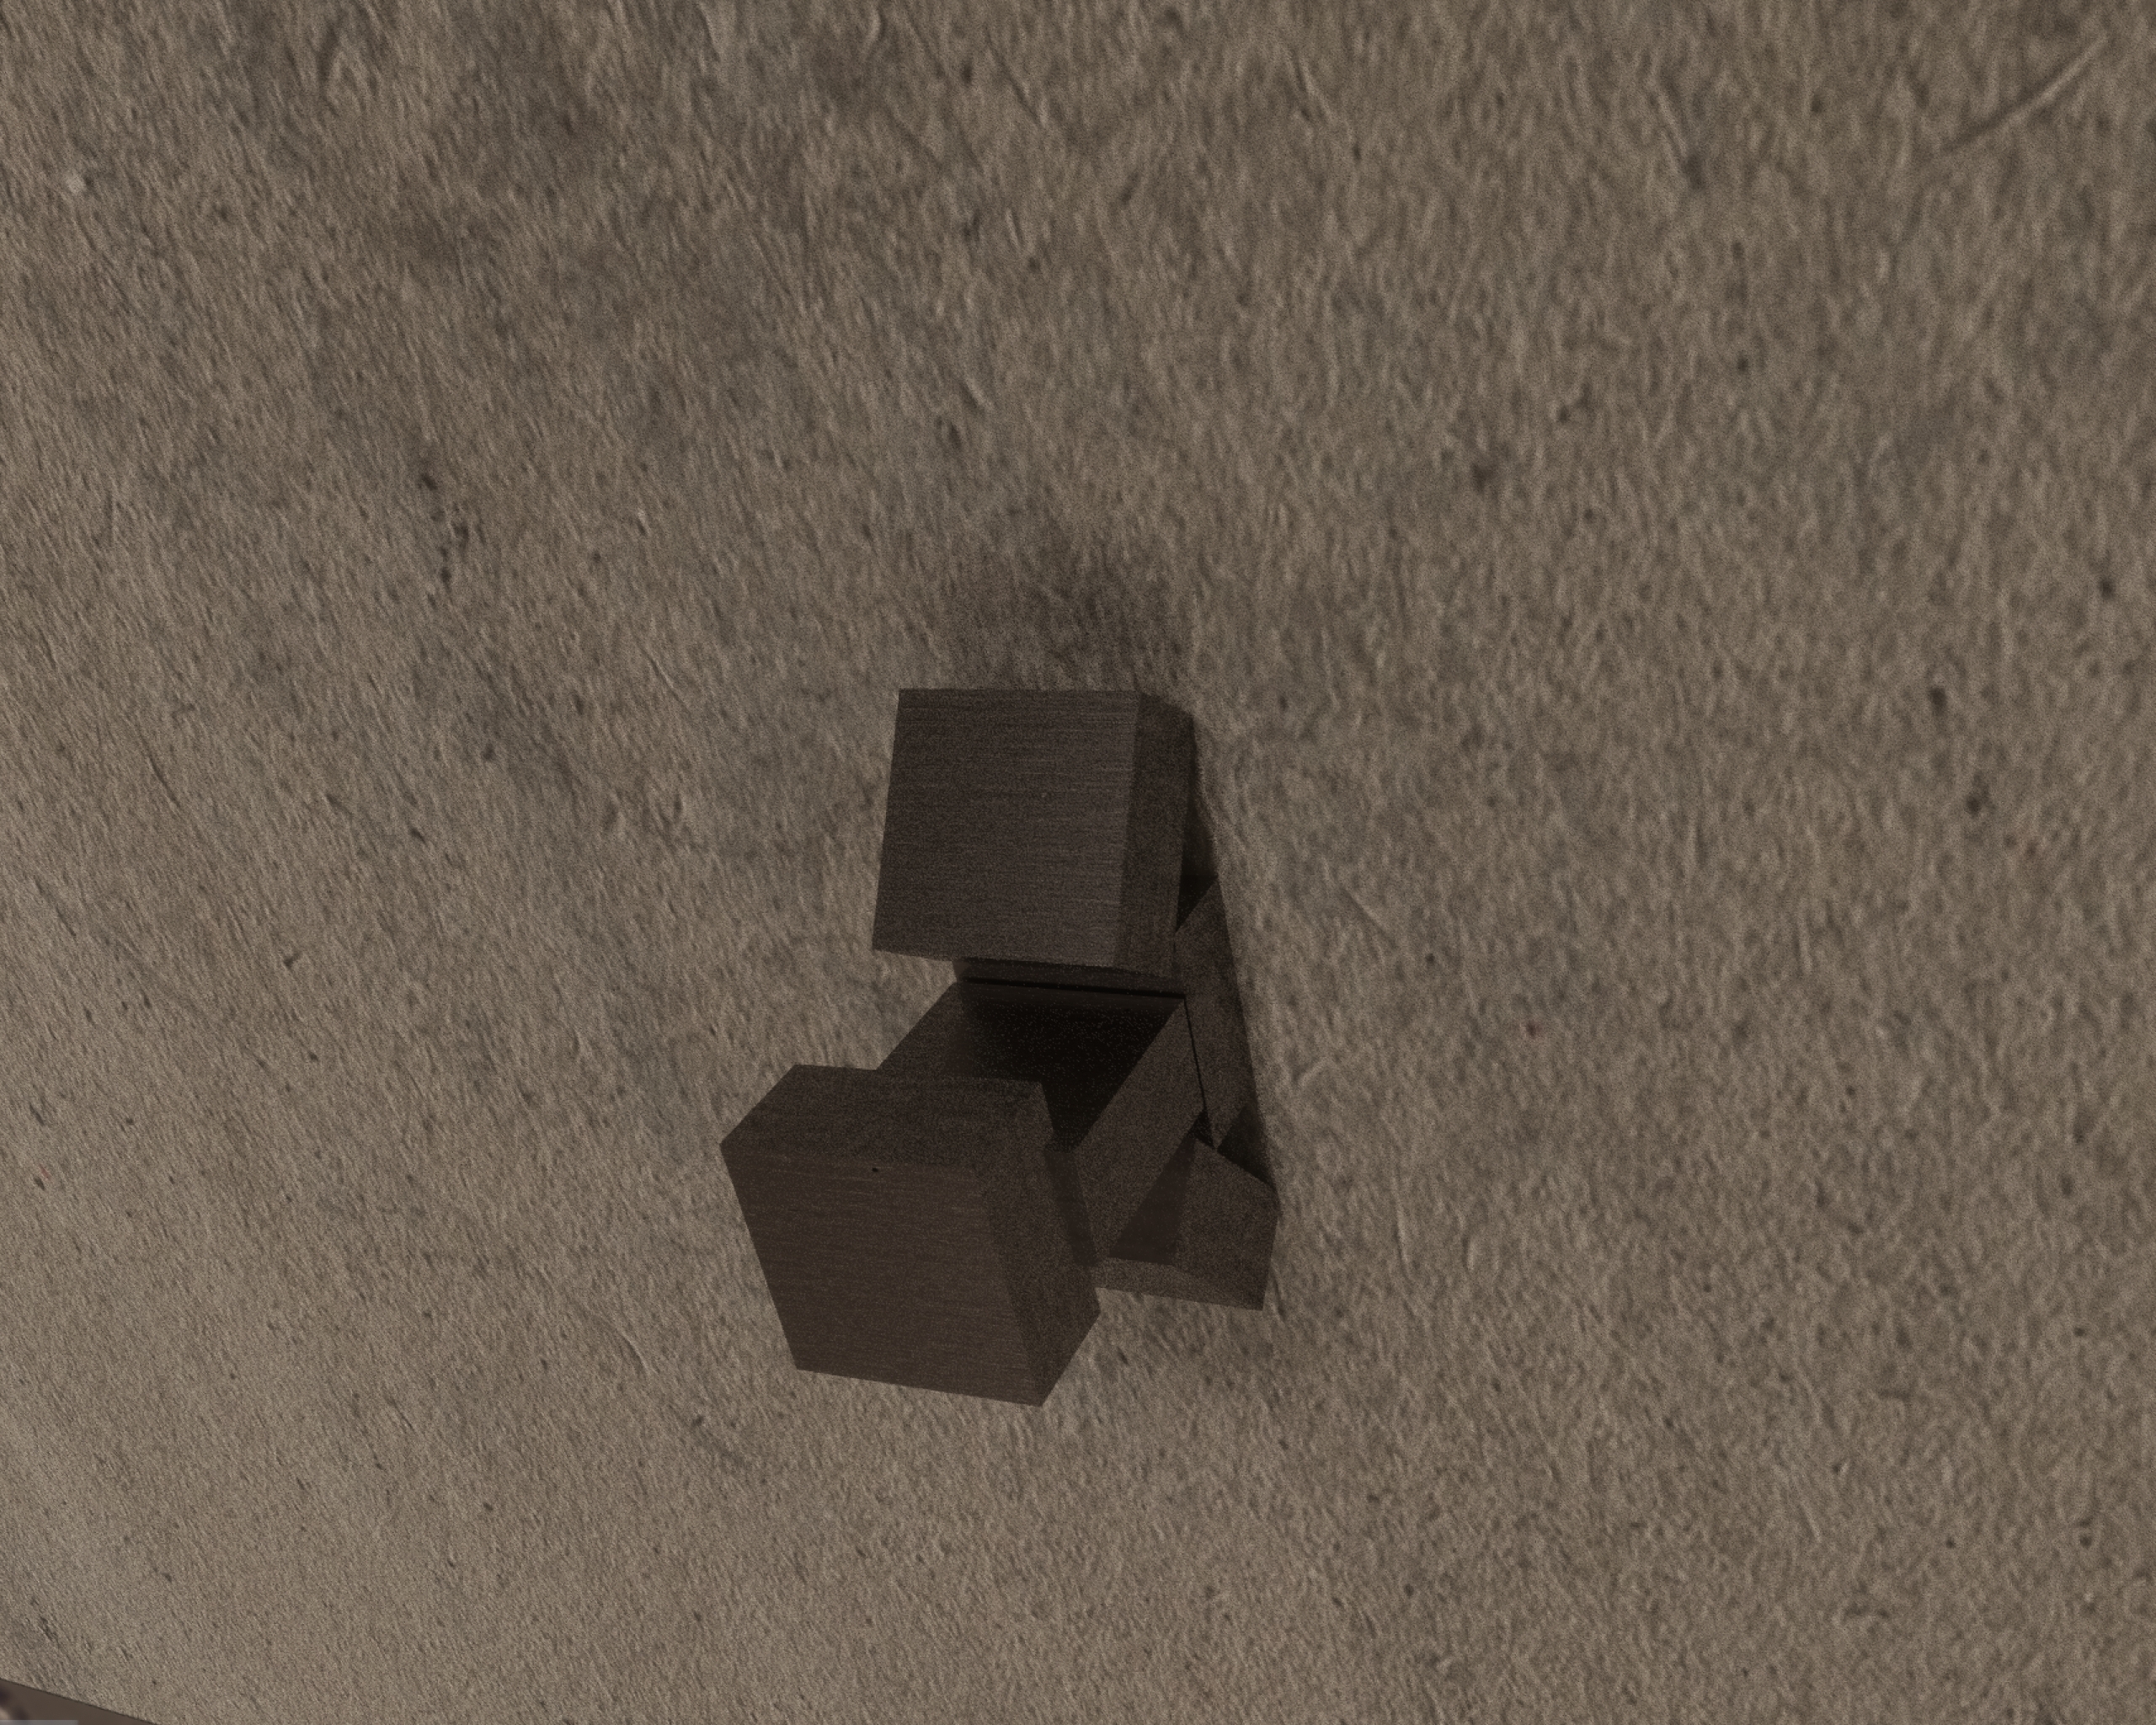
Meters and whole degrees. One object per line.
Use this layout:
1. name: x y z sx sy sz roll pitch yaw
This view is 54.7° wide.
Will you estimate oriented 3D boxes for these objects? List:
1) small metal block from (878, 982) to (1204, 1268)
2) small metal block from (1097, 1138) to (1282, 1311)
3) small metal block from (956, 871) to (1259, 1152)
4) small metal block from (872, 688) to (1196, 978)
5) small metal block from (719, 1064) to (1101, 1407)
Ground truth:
1. small metal block: -0.011 0.048 0.393 0.050 0.050 0.025 3 120 26
2. small metal block: 0.008 0.073 0.431 0.050 0.025 0.050 2 160 27
3. small metal block: 0.005 0.029 0.423 0.050 0.025 0.050 2 120 26
4. small metal block: -0.008 -0.006 0.392 0.050 0.025 0.050 3 84 27
5. small metal block: -0.029 0.064 0.365 0.050 0.025 0.050 1 119 27
